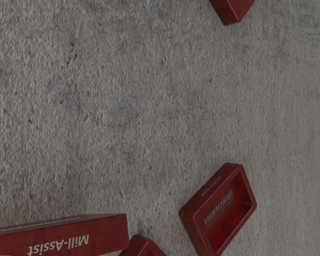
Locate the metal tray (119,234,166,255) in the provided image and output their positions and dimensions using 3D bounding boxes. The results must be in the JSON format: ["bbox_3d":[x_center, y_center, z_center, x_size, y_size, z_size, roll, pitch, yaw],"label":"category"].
[{"bbox_3d":[-0.035,0.209,0.371,0.130,0.030,0.090,-50,119,-28],"label":"metal tray"}]

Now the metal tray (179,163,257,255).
[{"bbox_3d":[0.095,0.126,0.480,0.131,0.030,0.090,-37,113,-34],"label":"metal tray"}]

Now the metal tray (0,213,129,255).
[{"bbox_3d":[-0.105,0.100,0.271,0.131,0.090,0.030,3,76,-40],"label":"metal tray"}]

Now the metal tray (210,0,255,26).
[{"bbox_3d":[0.124,-0.243,0.504,0.090,0.030,0.130,50,61,-29],"label":"metal tray"}]
